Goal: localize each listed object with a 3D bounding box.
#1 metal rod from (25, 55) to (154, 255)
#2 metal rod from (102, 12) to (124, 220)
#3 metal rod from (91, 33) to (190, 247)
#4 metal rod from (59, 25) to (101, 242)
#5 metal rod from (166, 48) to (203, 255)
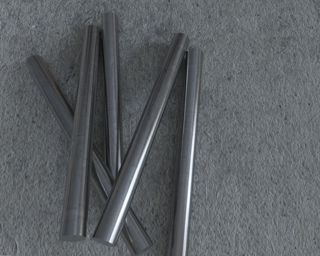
[{"bbox_3d":[-0.098,0.017,0.382,0.025,0.025,0.299,-31,66,-11],"label":"metal rod"},{"bbox_3d":[-0.064,-0.026,0.417,0.025,0.025,0.299,-4,70,-2],"label":"metal rod"},{"bbox_3d":[-0.012,-0.010,0.378,0.025,0.025,0.300,16,58,6],"label":"metal rod"},{"bbox_3d":[-0.091,-0.019,0.377,0.025,0.025,0.299,-3,56,-1],"label":"metal rod"},{"bbox_3d":[0.033,0.031,0.396,0.025,0.025,0.299,6,70,2],"label":"metal rod"}]
